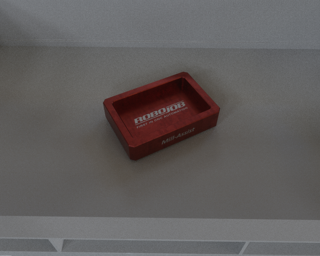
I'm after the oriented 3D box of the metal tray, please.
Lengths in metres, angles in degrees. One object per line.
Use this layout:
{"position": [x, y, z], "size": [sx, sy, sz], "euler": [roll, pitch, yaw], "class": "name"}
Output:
{"position": [0.002, -0.021, 0.415], "size": [0.131, 0.030, 0.090], "euler": [-22, 54, -18], "class": "metal tray"}
